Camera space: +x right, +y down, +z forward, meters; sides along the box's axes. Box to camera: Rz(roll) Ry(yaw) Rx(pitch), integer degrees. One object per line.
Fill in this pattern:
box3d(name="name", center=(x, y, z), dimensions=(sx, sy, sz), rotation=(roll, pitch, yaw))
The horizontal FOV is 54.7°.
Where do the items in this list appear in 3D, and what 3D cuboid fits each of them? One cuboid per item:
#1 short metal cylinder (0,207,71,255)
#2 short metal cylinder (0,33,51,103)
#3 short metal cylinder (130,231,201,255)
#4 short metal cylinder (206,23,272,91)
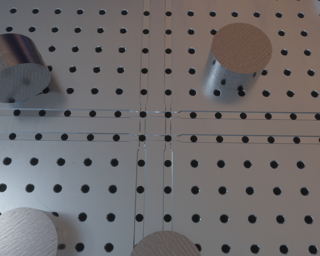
box3d(name="short metal cylinder", center=(-0.148, 0.132, 0.348), dimensions=(0.081, 0.050, 0.080), rotation=(0, 70, 0))
box3d(name="short metal cylinder", center=(-0.193, -0.077, 0.408), dimensions=(0.080, 0.080, 0.050), rotation=(-29, 73, -10))
box3d(name="short metal cylinder", center=(0.006, 0.156, 0.342), dimensions=(0.081, 0.050, 0.080), rotation=(0, 70, -1))
box3d(name="short metal cylinder", center=(0.109, -0.099, 0.436), dimensions=(0.081, 0.050, 0.080), rotation=(0, 70, 0))
